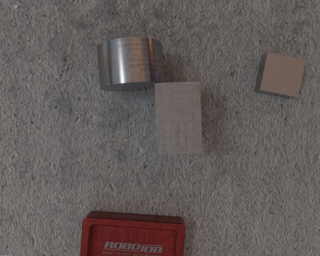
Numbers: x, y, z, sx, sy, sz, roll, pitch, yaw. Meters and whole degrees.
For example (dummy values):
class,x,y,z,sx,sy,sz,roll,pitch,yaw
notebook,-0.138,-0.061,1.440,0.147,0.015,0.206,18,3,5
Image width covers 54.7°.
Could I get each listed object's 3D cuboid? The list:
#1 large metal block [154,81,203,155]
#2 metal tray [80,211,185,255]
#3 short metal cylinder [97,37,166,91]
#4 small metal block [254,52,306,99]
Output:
class,x,y,z,sx,sy,sz,roll,pitch,yaw
large metal block,0.021,-0.011,0.383,0.050,0.080,0.080,-2,90,0
metal tray,-0.036,0.161,0.407,0.131,0.030,0.089,4,90,0
short metal cylinder,-0.035,-0.075,0.382,0.080,0.080,0.050,-5,90,0
small metal block,0.158,-0.069,0.411,0.050,0.025,0.050,11,90,0
